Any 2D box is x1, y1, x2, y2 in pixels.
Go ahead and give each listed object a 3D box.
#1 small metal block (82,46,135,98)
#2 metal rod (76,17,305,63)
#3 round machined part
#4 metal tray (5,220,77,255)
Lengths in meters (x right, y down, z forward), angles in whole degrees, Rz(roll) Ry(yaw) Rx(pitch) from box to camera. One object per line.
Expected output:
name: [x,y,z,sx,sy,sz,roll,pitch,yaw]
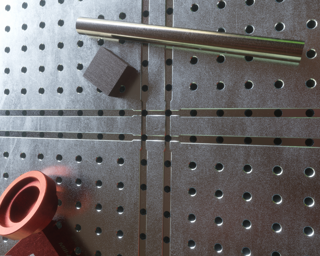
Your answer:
small metal block: [-0.072,-0.079,0.437,0.050,0.025,0.050,38,102,15]
metal rod: [0.024,-0.118,0.403,0.301,0.025,0.025,13,94,19]
round machined part: [-0.190,0.115,0.452,0.098,0.042,0.098,-18,46,21]
metal tray: [-0.166,0.218,0.467,0.090,0.030,0.130,-43,77,14]
